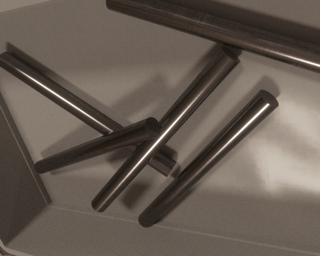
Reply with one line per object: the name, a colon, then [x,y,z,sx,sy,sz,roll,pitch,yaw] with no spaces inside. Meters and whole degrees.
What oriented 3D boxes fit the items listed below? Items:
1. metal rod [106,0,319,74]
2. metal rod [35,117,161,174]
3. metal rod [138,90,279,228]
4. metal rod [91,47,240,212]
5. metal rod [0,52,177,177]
metal rod: [0.082,-0.091,0.308,0.301,0.025,0.025,22,126,14]
metal rod: [-0.112,0.035,0.462,0.299,0.025,0.025,-19,109,43]
metal rod: [0.045,0.061,0.421,0.025,0.025,0.298,38,129,2]
metal rod: [-0.010,0.021,0.398,0.025,0.025,0.298,41,121,0]
metal rod: [-0.109,-0.022,0.450,0.301,0.025,0.025,33,129,6]
